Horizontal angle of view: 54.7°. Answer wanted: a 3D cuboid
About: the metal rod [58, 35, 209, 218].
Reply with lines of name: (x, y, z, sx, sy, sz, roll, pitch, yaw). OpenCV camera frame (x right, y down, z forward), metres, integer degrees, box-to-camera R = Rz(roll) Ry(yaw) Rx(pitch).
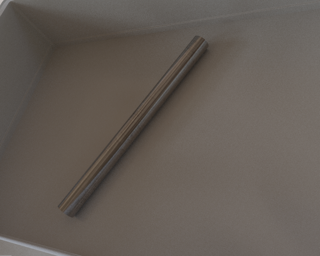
metal rod: (-0.031, -0.008, 0.425, 0.025, 0.025, 0.300, 31, 78, 37)
